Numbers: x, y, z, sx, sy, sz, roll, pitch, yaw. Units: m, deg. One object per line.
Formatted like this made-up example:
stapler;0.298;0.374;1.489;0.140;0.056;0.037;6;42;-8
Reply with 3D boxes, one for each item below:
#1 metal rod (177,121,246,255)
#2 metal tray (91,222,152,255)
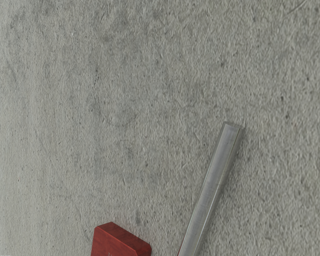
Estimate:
metal rod;0.039;0.136;0.370;0.025;0.025;0.298;27;106;36
metal tray;-0.064;0.217;0.452;0.090;0.030;0.129;15;100;38
